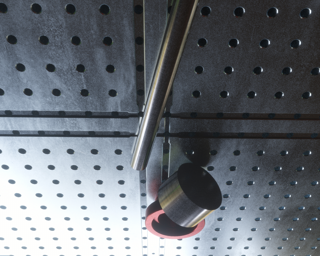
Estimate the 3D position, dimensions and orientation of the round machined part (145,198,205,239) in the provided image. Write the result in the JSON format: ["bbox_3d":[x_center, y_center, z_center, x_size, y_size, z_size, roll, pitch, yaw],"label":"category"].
[{"bbox_3d":[0.025,0.144,0.523,0.099,0.042,0.097,0,132,0],"label":"round machined part"}]

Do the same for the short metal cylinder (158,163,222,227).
[{"bbox_3d":[0.045,0.099,0.461,0.080,0.080,0.050,26,125,-21],"label":"short metal cylinder"}]

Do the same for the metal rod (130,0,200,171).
[{"bbox_3d":[0.004,-0.057,0.363,0.025,0.025,0.298,10,129,-9],"label":"metal rod"}]
